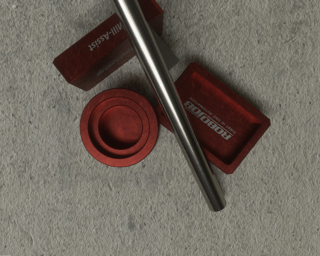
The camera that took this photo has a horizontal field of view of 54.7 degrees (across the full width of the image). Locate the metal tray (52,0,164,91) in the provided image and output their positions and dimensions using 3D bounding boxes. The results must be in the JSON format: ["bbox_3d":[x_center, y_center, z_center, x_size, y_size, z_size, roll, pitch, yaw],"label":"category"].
[{"bbox_3d":[-0.057,-0.099,0.377,0.130,0.090,0.030,-37,90,0],"label":"metal tray"}]

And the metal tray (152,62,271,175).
[{"bbox_3d":[0.066,-0.012,0.409,0.130,0.030,0.090,38,90,-1],"label":"metal tray"}]

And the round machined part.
[{"bbox_3d":[-0.048,-0.001,0.398,0.099,0.042,0.097,0,93,5],"label":"round machined part"}]

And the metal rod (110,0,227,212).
[{"bbox_3d":[0.016,-0.021,0.358,0.025,0.025,0.299,-26,112,0],"label":"metal rod"}]

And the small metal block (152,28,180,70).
[{"bbox_3d":[-0.005,-0.096,0.394,0.025,0.050,0.050,-43,105,2],"label":"small metal block"}]
